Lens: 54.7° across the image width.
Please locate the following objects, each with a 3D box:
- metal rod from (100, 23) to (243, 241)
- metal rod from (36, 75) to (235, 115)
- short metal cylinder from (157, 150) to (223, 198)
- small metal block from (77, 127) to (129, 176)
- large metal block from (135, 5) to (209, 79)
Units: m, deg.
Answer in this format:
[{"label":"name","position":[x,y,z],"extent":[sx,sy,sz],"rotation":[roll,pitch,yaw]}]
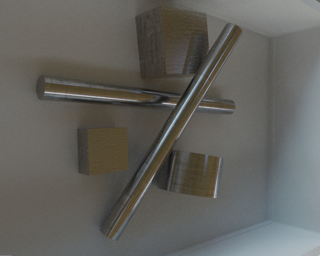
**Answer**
[{"label":"metal rod","position":[0.018,-0.002,0.381],"extent":[0.025,0.025,0.300],"rotation":[37,80,-34]},{"label":"metal rod","position":[-0.003,-0.037,0.405],"extent":[0.302,0.025,0.025],"rotation":[2,89,-40]},{"label":"short metal cylinder","position":[0.040,0.059,0.406],"extent":[0.081,0.080,0.050],"rotation":[15,81,-39]},{"label":"small metal block","position":[-0.065,0.025,0.354],"extent":[0.050,0.025,0.050],"rotation":[-3,92,-40]},{"label":"large metal block","position":[0.019,-0.108,0.408],"extent":[0.081,0.050,0.079],"rotation":[-9,96,-40]}]
